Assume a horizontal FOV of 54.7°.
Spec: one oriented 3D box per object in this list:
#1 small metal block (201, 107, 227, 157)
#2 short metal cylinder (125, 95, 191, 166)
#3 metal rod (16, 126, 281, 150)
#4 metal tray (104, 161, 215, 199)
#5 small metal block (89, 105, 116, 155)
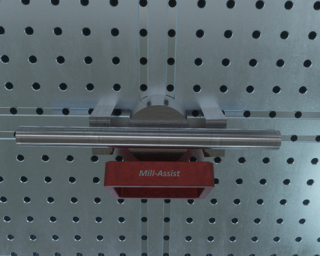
[{"bbox_3d":[0.068,0.004,0.402,0.025,0.050,0.050,-1,110,0],"label":"small metal block"},{"bbox_3d":[-0.002,0.002,0.400,0.081,0.050,0.079,0,110,0],"label":"short metal cylinder"},{"bbox_3d":[-0.013,0.012,0.364,0.302,0.025,0.025,1,110,0],"label":"metal rod"},{"bbox_3d":[-0.001,0.071,0.407,0.131,0.090,0.030,0,67,0],"label":"metal tray"},{"bbox_3d":[-0.072,0.001,0.400,0.025,0.050,0.050,-1,110,0],"label":"small metal block"}]
